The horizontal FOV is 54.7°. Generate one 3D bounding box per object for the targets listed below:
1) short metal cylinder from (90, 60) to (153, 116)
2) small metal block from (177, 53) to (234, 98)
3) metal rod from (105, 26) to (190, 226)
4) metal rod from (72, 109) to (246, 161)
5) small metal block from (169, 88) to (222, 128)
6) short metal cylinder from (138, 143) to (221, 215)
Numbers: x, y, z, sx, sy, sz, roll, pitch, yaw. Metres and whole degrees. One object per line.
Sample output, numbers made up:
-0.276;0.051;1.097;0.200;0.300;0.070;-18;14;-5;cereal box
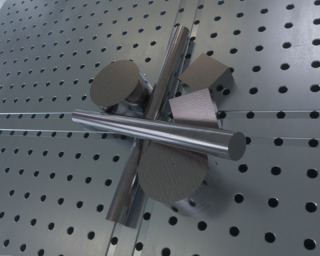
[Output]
-0.054;-0.052;0.453;0.080;0.050;0.080;-13;56;21;short metal cylinder
0.061;-0.067;0.417;0.050;0.025;0.050;-45;51;-4;small metal block
-0.009;-0.019;0.424;0.025;0.025;0.300;5;64;30;metal rod
-0.031;-0.001;0.374;0.300;0.025;0.025;10;66;49;metal rod
0.044;-0.017;0.381;0.050;0.025;0.050;-15;87;19;small metal block
0.023;0.052;0.348;0.080;0.050;0.080;-13;56;21;short metal cylinder
